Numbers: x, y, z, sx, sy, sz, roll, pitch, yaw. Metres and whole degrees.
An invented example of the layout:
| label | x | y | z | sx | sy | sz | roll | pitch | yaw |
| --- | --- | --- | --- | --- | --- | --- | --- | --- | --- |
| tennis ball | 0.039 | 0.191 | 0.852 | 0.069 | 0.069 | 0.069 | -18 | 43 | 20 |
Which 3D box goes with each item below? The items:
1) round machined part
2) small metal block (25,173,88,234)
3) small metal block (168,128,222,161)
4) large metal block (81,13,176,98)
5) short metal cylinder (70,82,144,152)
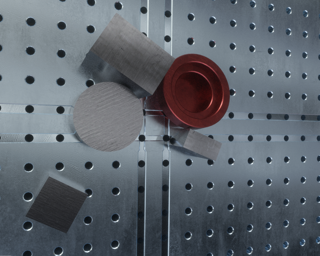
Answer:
| label | x | y | z | sx | sy | sz | roll | pitch | yaw |
| --- | --- | --- | --- | --- | --- | --- | --- | --- | --- |
| round machined part | 0.041 | -0.046 | 0.415 | 0.099 | 0.042 | 0.097 | 4 | 80 | -23 |
| small metal block | -0.122 | 0.089 | 0.368 | 0.050 | 0.025 | 0.050 | 31 | 80 | -18 |
| small metal block | 0.046 | 0.022 | 0.418 | 0.050 | 0.050 | 0.025 | 24 | 83 | -19 |
| large metal block | -0.041 | -0.079 | 0.369 | 0.080 | 0.080 | 0.050 | 35 | 79 | -17 |
| short metal cylinder | -0.066 | -0.013 | 0.376 | 0.081 | 0.050 | 0.079 | 0 | 90 | -21 |
